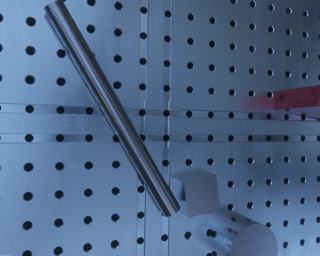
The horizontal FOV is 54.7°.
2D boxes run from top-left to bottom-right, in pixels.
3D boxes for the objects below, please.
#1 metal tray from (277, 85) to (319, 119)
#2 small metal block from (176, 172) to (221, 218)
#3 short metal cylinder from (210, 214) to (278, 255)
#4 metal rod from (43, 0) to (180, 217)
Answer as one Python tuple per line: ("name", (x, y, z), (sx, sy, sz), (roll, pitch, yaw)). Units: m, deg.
("metal tray", (0.262, -0.034, 0.477), (0.131, 0.090, 0.030), (10, 87, -20))
("small metal block", (0.054, 0.093, 0.434), (0.050, 0.025, 0.050), (-9, 93, -20))
("short metal cylinder", (0.120, 0.171, 0.446), (0.081, 0.050, 0.079), (0, 90, -20))
("metal rod", (-0.055, -0.016, 0.393), (0.025, 0.025, 0.299), (-32, 101, -17))
